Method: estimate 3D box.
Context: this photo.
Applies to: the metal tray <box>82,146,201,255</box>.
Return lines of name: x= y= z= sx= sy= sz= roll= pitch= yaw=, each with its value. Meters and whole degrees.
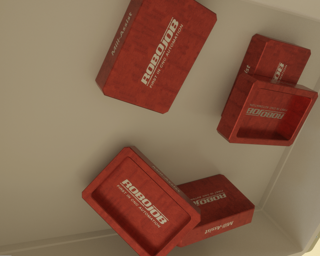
metal tray: x=-0.023 y=0.097 z=0.398 sx=0.130 sy=0.030 sz=0.090 roll=44 pitch=94 yaw=6

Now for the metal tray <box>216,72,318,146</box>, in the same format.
metal tray: x=0.152 y=-0.022 z=0.434 sx=0.131 sy=0.030 sz=0.089 roll=5 pitch=116 yaw=-31

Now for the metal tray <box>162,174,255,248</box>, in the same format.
metal tray: x=0.066 y=0.121 z=0.476 sx=0.131 sy=0.090 sz=0.030 roll=-10 pitch=121 yaw=-23

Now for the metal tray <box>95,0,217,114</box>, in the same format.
metal tray: x=-0.005 y=-0.087 z=0.349 sx=0.091 sy=0.030 sz=0.129 roll=16 pitch=110 yaw=-35

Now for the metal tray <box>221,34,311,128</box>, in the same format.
metal tray: x=0.153 y=-0.062 z=0.450 sx=0.091 sy=0.030 sz=0.129 roll=3 pitch=117 yaw=-30
